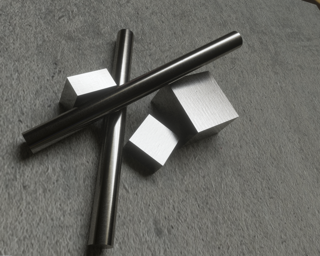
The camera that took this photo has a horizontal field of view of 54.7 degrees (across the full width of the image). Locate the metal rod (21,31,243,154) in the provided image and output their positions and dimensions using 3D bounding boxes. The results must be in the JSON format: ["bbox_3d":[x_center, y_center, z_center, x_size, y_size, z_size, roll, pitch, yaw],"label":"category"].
[{"bbox_3d":[-0.016,-0.053,0.377,0.302,0.025,0.025,-30,78,-21],"label":"metal rod"}]

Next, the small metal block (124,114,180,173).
[{"bbox_3d":[-0.010,0.019,0.388,0.050,0.025,0.050,38,51,-3],"label":"small metal block"}]

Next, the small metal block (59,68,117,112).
[{"bbox_3d":[-0.086,-0.041,0.367,0.050,0.050,0.025,-22,74,-36],"label":"small metal block"}]

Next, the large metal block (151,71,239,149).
[{"bbox_3d":[0.048,-0.027,0.432,0.081,0.050,0.080,-19,72,-36],"label":"large metal block"}]

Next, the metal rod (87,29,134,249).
[{"bbox_3d":[-0.054,-0.011,0.382,0.025,0.025,0.299,15,56,-20],"label":"metal rod"}]
